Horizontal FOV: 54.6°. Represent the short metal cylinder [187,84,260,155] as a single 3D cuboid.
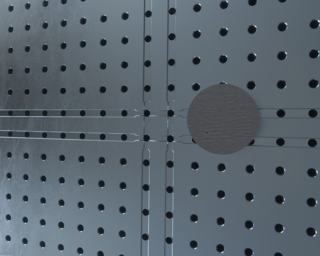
[{"bbox_3d":[0.078,-0.010,0.372,0.080,0.050,0.080,0,90,20],"label":"short metal cylinder"}]
